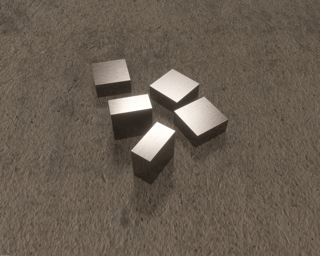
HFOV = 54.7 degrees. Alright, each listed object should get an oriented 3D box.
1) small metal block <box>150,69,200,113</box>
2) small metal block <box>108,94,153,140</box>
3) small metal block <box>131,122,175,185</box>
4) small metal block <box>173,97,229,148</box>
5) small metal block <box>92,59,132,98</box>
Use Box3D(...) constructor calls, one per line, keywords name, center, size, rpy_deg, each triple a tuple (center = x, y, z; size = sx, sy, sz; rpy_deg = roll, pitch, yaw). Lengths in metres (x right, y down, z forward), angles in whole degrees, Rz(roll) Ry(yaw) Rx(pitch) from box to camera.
Box3D(name="small metal block", center=(0.021, -0.053, 0.448), size=(0.050, 0.025, 0.050), rpy_deg=(34, 58, 25))
Box3D(name="small metal block", center=(-0.037, -0.013, 0.398), size=(0.050, 0.050, 0.025), rpy_deg=(-10, 51, -9))
Box3D(name="small metal block", center=(-0.007, 0.030, 0.362), size=(0.025, 0.050, 0.050), rpy_deg=(27, 55, 20))
Box3D(name="small metal block", center=(0.053, -0.009, 0.411), size=(0.050, 0.025, 0.050), rpy_deg=(-26, 55, -21))
Box3D(name="small metal block", center=(-0.073, -0.075, 0.466), size=(0.050, 0.025, 0.050), rpy_deg=(-10, 51, -9))
